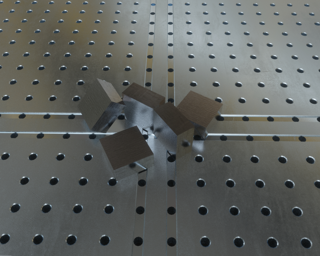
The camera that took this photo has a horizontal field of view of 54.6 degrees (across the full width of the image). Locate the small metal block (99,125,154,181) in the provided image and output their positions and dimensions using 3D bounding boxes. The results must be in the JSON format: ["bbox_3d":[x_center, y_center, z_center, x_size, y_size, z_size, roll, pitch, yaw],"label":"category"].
[{"bbox_3d":[-0.041,0.030,0.382,0.050,0.025,0.050,-21,53,-17],"label":"small metal block"}]

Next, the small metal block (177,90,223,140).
[{"bbox_3d":[0.051,-0.019,0.424,0.050,0.025,0.050,26,55,20],"label":"small metal block"}]

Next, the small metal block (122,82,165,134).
[{"bbox_3d":[-0.021,-0.026,0.413,0.050,0.050,0.025,28,55,21],"label":"small metal block"}]

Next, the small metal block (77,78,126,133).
[{"bbox_3d":[-0.079,-0.029,0.414,0.025,0.050,0.050,15,31,-49],"label":"small metal block"}]

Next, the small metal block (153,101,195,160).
[{"bbox_3d":[0.016,0.004,0.389,0.025,0.050,0.050,-28,55,-21],"label":"small metal block"}]
